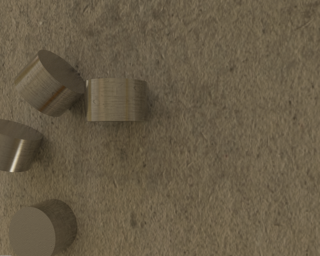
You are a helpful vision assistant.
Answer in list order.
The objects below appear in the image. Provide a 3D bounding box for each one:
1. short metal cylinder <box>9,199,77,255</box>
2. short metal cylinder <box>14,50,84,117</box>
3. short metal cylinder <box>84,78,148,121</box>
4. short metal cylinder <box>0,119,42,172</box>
[{"bbox_3d":[-0.170,0.150,0.454,0.080,0.050,0.079,0,90,19],"label":"short metal cylinder"},{"bbox_3d":[-0.151,-0.062,0.431,0.050,0.080,0.080,-41,77,15],"label":"short metal cylinder"},{"bbox_3d":[-0.056,-0.033,0.398,0.080,0.080,0.050,0,90,19],"label":"short metal cylinder"},{"bbox_3d":[-0.223,0.024,0.456,0.080,0.080,0.050,25,98,18],"label":"short metal cylinder"}]
